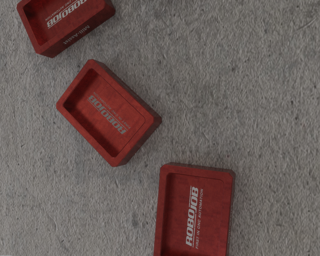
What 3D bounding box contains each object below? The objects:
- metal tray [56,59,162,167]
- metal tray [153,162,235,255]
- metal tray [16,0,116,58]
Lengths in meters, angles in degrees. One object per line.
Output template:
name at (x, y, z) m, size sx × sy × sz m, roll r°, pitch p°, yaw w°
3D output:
metal tray at (-0.073, -0.021, 0.432) m, size 0.130 × 0.030 × 0.090 m, roll 44°, pitch 103°, yaw 14°
metal tray at (0.043, 0.113, 0.390) m, size 0.090 × 0.030 × 0.129 m, roll 5°, pitch 92°, yaw 19°
metal tray at (-0.140, -0.175, 0.455) m, size 0.130 × 0.030 × 0.090 m, roll -28°, pitch 81°, yaw 17°
